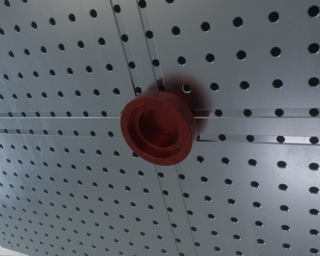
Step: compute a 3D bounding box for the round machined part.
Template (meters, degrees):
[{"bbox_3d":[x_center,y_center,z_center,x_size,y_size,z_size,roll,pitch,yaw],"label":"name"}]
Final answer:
[{"bbox_3d":[0.002,-0.003,0.398,0.098,0.042,0.097,13,124,21],"label":"round machined part"}]
